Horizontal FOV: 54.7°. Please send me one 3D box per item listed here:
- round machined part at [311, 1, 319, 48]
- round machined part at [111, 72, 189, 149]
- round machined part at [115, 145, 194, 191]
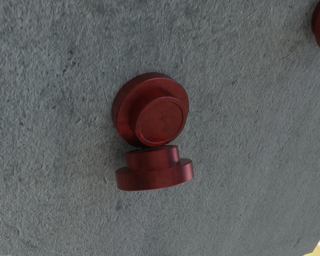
[{"bbox_3d":[0.257,-0.157,0.439,0.099,0.042,0.097,-14,124,-21],"label":"round machined part"},{"bbox_3d":[-0.006,-0.015,0.383,0.099,0.042,0.097,-14,124,-21],"label":"round machined part"},{"bbox_3d":[-0.008,0.047,0.394,0.099,0.098,0.042,-9,91,-24],"label":"round machined part"}]
